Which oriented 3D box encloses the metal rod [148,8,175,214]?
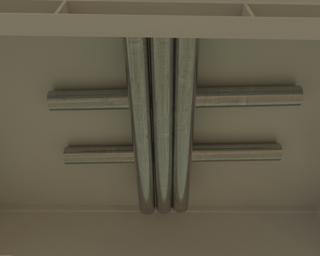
[{"bbox_3d":[0.004,0.008,0.380,0.025,0.025,0.298,-1,130,0],"label":"metal rod"}]

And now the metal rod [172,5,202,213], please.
[{"bbox_3d":[0.029,0.006,0.378,0.025,0.025,0.298,-1,130,0],"label":"metal rod"}]

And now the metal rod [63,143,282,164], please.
[{"bbox_3d":[0.018,0.036,0.439,0.302,0.025,0.025,-1,130,0],"label":"metal rod"}]

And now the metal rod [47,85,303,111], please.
[{"bbox_3d":[0.018,-0.036,0.377,0.302,0.025,0.025,-1,130,0],"label":"metal rod"}]

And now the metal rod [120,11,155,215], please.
[{"bbox_3d":[-0.022,0.010,0.381,0.025,0.025,0.298,-1,130,0],"label":"metal rod"}]
